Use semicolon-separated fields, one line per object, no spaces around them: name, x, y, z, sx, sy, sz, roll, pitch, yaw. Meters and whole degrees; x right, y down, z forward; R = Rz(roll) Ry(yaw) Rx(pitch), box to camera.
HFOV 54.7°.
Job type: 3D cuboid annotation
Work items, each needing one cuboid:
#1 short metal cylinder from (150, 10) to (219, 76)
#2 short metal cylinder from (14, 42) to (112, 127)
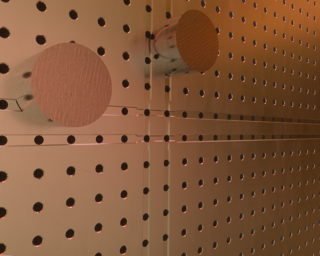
short metal cylinder;0.034;-0.113;0.421;0.081;0.050;0.079;0;90;-40
short metal cylinder;-0.096;-0.041;0.312;0.081;0.050;0.079;0;90;-40
